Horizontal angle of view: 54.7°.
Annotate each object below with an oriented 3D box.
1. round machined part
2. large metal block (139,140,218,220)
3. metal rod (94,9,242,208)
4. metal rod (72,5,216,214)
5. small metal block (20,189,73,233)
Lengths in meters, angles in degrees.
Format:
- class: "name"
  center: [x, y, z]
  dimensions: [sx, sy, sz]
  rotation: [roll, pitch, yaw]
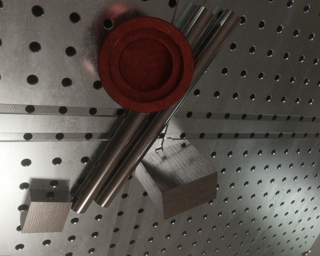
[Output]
- class: "round machined part"
  center: [-0.016, -0.069, 0.336]
  dimensions: [0.099, 0.042, 0.097]
  rotation: [-2, 108, -6]
- class: "large metal block"
  center: [0.023, 0.069, 0.433]
  dimensions: [0.081, 0.080, 0.050]
  rotation: [-17, 126, -19]
- class: "metal rod"
  center: [0.004, -0.018, 0.403]
  dimensions: [0.025, 0.025, 0.299]
  rotation: [27, 103, -38]
- class: "metal rod"
  center: [-0.029, -0.014, 0.387]
  dimensions: [0.025, 0.025, 0.299]
  rotation: [25, 104, -37]
- class: "small metal block"
  center: [-0.147, 0.107, 0.398]
  dimensions: [0.050, 0.025, 0.050]
  rotation: [11, 113, -33]
